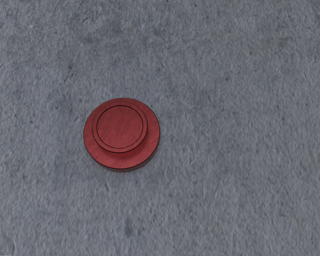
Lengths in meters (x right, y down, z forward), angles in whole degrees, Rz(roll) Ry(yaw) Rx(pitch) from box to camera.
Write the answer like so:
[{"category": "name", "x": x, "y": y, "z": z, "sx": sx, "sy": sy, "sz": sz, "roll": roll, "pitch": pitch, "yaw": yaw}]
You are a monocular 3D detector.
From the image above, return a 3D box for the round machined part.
[{"category": "round machined part", "x": -0.049, "y": 0.005, "z": 0.397, "sx": 0.099, "sy": 0.042, "sz": 0.098, "roll": 0, "pitch": 70, "yaw": -1}]
